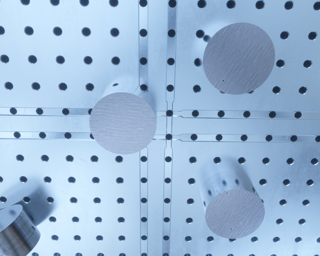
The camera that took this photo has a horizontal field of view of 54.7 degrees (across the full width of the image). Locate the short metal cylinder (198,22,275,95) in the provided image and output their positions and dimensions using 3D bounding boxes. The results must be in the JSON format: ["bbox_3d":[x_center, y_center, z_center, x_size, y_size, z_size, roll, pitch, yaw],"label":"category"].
[{"bbox_3d":[0.088,-0.085,0.370,0.081,0.050,0.079,0,110,0],"label":"short metal cylinder"}]

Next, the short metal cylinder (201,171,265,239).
[{"bbox_3d":[0.101,0.108,0.441,0.081,0.050,0.079,0,110,0],"label":"short metal cylinder"}]

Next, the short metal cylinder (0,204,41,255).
[{"bbox_3d":[-0.220,0.154,0.439,0.080,0.080,0.050,-22,109,7],"label":"short metal cylinder"}]

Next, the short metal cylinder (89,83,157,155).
[{"bbox_3d":[-0.044,-0.013,0.395,0.081,0.050,0.079,0,110,0],"label":"short metal cylinder"}]
